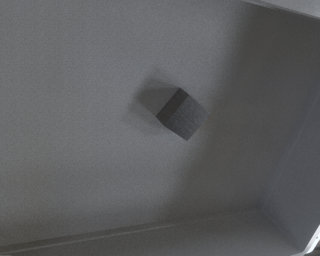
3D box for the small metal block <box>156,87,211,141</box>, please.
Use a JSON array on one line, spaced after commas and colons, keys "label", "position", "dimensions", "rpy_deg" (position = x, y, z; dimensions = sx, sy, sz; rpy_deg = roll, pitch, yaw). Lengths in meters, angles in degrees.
[{"label": "small metal block", "position": [0.032, -0.017, 0.414], "dimensions": [0.050, 0.025, 0.050], "rpy_deg": [34, 99, -39]}]
